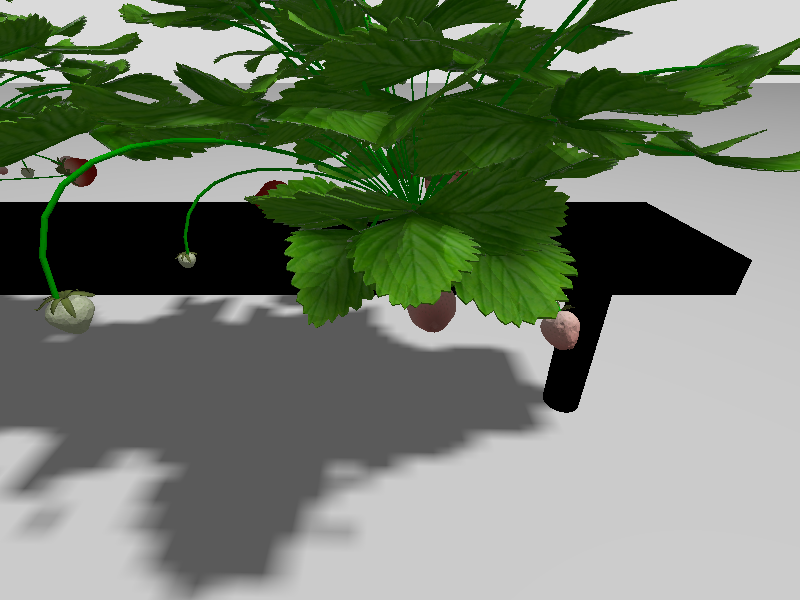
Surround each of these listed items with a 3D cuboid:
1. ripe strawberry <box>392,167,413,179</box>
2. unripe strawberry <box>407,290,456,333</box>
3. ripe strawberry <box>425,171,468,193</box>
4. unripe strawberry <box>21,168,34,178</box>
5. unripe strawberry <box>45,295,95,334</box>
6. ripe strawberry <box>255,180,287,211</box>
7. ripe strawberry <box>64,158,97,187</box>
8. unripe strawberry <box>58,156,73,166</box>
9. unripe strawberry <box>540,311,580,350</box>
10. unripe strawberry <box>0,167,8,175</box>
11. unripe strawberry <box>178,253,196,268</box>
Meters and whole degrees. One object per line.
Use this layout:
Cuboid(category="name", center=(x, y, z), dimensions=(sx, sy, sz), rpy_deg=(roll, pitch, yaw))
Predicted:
Cuboid(category="ripe strawberry", center=(0.007, -0.168, 0.500), dimensions=(0.038, 0.033, 0.038), rpy_deg=(-1, 30, -2))
Cuboid(category="unripe strawberry", center=(0.017, 0.005, 0.211), dimensions=(0.026, 0.028, 0.029), rpy_deg=(0, 33, -1))
Cuboid(category="ripe strawberry", center=(0.051, -0.129, 0.422), dimensions=(0.051, 0.045, 0.046), rpy_deg=(13, 32, 21))
Cuboid(category="unripe strawberry", center=(-0.454, -0.154, 0.489), dimensions=(0.013, 0.013, 0.011), rpy_deg=(-4, 30, -6))
Cuboid(category="unripe strawberry", center=(-0.171, 0.008, 0.209), dimensions=(0.021, 0.022, 0.020), rpy_deg=(-25, 38, -36))
Cuboid(category="ripe strawberry", center=(-0.119, -0.095, 0.374), dimensions=(0.034, 0.033, 0.037), rpy_deg=(4, 30, 8))
Cuboid(category="ripe strawberry", center=(-0.375, -0.151, 0.472), dimensions=(0.029, 0.033, 0.032), rpy_deg=(13, 32, 21))
Cuboid(category="unripe strawberry", center=(-0.425, -0.172, 0.519), dimensions=(0.025, 0.026, 0.027), rpy_deg=(2, 12, 3))
Cuboid(category="unripe strawberry", center=(0.080, 0.015, 0.199), dimensions=(0.018, 0.020, 0.021), rpy_deg=(-10, -3, -17))
Cuboid(category="unripe strawberry", center=(-0.496, -0.162, 0.500), dimensions=(0.011, 0.010, 0.010), rpy_deg=(-11, 32, -18))
Cuboid(category="unripe strawberry", center=(-0.135, -0.025, 0.254), dimensions=(0.010, 0.010, 0.009), rpy_deg=(-22, 37, -32))
